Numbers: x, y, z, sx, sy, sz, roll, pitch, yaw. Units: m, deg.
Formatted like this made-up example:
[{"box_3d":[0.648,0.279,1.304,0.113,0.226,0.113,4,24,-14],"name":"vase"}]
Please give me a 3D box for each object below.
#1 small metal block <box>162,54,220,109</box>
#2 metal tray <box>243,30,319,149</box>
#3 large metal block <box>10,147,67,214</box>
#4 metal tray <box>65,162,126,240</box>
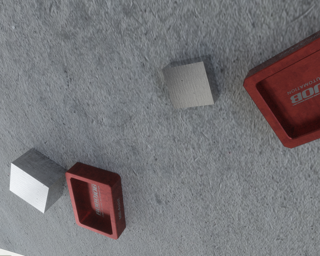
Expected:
[{"box_3d":[0.036,-0.052,0.356,0.050,0.025,0.050,-5,116,30],"name":"small metal block"},{"box_3d":[0.159,-0.043,0.292,0.130,0.030,0.090,-29,103,37],"name":"metal tray"},{"box_3d":[-0.223,0.096,0.568,0.080,0.050,0.079,31,128,8],"name":"large metal block"},{"box_3d":[-0.110,0.128,0.540,0.090,0.030,0.129,12,124,21],"name":"metal tray"}]
